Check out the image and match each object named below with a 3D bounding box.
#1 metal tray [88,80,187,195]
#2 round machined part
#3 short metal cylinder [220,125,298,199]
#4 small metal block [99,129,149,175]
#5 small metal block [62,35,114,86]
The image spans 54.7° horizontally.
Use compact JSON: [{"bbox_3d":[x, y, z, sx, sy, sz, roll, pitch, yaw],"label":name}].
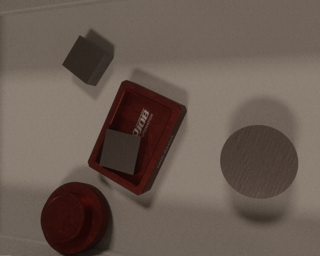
[{"bbox_3d":[-0.032,0.012,0.418,0.090,0.030,0.129,27,99,17],"label":"metal tray"},{"bbox_3d":[-0.124,0.124,0.431,0.098,0.042,0.098,-5,73,17],"label":"round machined part"},{"bbox_3d":[0.114,0.036,0.357,0.080,0.050,0.079,0,90,19],"label":"short metal cylinder"},{"bbox_3d":[-0.048,0.030,0.413,0.050,0.025,0.050,13,94,19],"label":"small metal block"},{"bbox_3d":[-0.104,-0.096,0.446,0.050,0.025,0.050,38,102,15],"label":"small metal block"}]
